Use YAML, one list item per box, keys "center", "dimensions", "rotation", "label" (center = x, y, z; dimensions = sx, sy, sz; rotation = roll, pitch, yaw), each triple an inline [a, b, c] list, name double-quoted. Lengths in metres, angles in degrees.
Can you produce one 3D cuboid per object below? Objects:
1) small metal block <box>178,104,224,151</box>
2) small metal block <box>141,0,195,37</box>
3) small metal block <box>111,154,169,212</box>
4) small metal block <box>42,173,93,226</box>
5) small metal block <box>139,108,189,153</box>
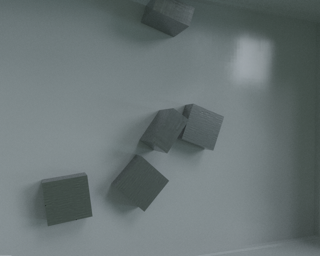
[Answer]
- center: [0.055, -0.001, 0.430]
  dimensions: [0.050, 0.025, 0.050]
  rotation: [21, 83, -19]
  label: "small metal block"
- center: [0.009, -0.145, 0.400]
  dimensions: [0.050, 0.050, 0.025]
  rotation: [18, 84, -19]
  label: "small metal block"
- center: [-0.026, 0.070, 0.401]
  dimensions: [0.050, 0.025, 0.050]
  rotation: [44, 76, -15]
  label: "small metal block"
- center: [-0.111, 0.084, 0.370]
  dimensions: [0.050, 0.025, 0.050]
  rotation: [-8, 93, -20]
  label: "small metal block"
- center: [0.004, 0.003, 0.399]
  dimensions: [0.025, 0.050, 0.050]
  rotation: [37, 78, -16]
  label: "small metal block"
